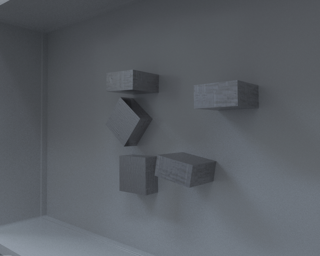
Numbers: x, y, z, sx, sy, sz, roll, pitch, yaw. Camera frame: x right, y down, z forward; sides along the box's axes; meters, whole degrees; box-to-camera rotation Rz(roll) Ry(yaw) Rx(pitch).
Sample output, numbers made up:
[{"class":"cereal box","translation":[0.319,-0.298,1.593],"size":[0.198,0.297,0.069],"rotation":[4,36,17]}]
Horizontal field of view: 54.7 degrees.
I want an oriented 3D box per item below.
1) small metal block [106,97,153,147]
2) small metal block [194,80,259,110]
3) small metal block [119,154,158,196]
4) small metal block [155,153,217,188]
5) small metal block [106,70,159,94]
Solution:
[{"class":"small metal block","translation":[-0.045,-0.009,0.444],"size":[0.050,0.025,0.050],"rotation":[46,118,30]},{"class":"small metal block","translation":[0.071,-0.033,0.332],"size":[0.050,0.050,0.025],"rotation":[-1,90,40]},{"class":"small metal block","translation":[-0.030,0.064,0.432],"size":[0.050,0.025,0.050],"rotation":[-1,90,40]},{"class":"small metal block","translation":[0.030,0.048,0.366],"size":[0.050,0.050,0.025],"rotation":[12,98,39]},{"class":"small metal block","translation":[-0.037,-0.061,0.421],"size":[0.050,0.050,0.025],"rotation":[2,91,40]}]
